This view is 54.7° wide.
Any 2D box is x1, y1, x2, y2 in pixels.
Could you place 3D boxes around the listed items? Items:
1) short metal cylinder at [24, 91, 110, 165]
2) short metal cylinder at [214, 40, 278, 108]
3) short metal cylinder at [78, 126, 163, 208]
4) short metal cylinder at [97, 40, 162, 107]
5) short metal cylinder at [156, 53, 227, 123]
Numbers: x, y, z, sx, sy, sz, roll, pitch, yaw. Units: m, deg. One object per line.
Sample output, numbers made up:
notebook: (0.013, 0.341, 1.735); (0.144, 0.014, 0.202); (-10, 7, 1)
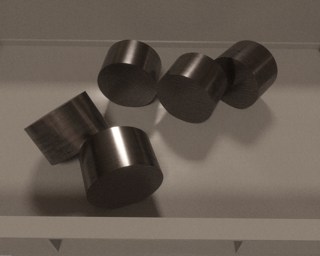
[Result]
short metal cylinder: (-0.107, -0.001, 0.361); (0.080, 0.050, 0.080); (-30, 14, 9)
short metal cylinder: (0.114, -0.075, 0.434); (0.080, 0.080, 0.050); (34, 58, 25)
short metal cylinder: (-0.042, 0.043, 0.332); (0.081, 0.080, 0.050); (-14, 52, -12)
short metal cylinder: (-0.041, -0.075, 0.432); (0.080, 0.080, 0.050); (6, 51, 4)
short metal cylinder: (0.043, -0.053, 0.414); (0.080, 0.080, 0.050); (22, 54, 17)
